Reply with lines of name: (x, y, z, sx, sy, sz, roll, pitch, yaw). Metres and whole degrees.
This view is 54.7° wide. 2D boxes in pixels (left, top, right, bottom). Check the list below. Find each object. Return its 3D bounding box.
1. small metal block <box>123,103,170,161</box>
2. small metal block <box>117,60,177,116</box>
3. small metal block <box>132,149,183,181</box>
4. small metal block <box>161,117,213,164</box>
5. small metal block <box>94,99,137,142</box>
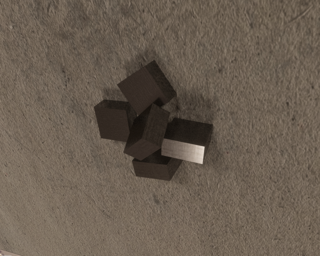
small metal block: (-0.016, 0.006, 0.374, 0.025, 0.050, 0.050, 28, 145, -19)
small metal block: (-0.016, -0.048, 0.384, 0.050, 0.025, 0.050, -25, 105, 36)
small metal block: (-0.002, 0.043, 0.417, 0.050, 0.050, 0.025, 3, 120, 26)
small metal block: (0.034, 0.014, 0.378, 0.050, 0.050, 0.025, 11, 124, 15)
small metal block: (-0.059, -0.010, 0.430, 0.050, 0.025, 0.050, 7, 122, 24)
